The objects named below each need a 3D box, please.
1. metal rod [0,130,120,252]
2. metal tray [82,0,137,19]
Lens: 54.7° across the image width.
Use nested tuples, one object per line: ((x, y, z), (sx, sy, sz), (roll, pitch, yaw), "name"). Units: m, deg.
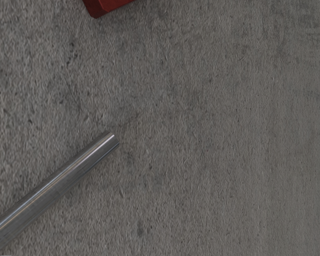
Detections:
((-0.150, 0.100, 0.279), (0.301, 0.025, 0.025), (-43, 116, -31), "metal rod")
((-0.044, -0.196, 0.364), (0.131, 0.030, 0.090), (-40, 114, -33), "metal tray")
